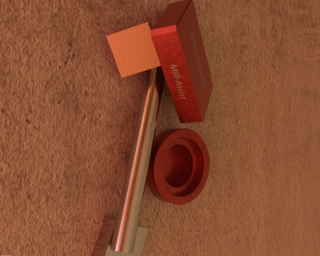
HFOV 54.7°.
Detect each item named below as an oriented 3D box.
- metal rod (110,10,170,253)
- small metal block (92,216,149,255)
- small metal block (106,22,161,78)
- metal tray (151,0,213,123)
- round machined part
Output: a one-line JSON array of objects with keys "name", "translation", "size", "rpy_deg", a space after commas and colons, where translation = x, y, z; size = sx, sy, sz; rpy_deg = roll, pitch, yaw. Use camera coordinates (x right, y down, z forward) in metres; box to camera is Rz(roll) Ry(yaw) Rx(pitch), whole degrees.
[{"name": "metal rod", "translation": [-0.016, -0.009, 0.375], "size": [0.025, 0.025, 0.299], "rpy_deg": [23, 70, -38]}, {"name": "small metal block", "translation": [-0.047, 0.137, 0.367], "size": [0.050, 0.025, 0.050], "rpy_deg": [28, 73, -37]}, {"name": "small metal block", "translation": [-0.028, -0.092, 0.364], "size": [0.025, 0.050, 0.050], "rpy_deg": [-72, 145, -71]}, {"name": "metal tray", "translation": [0.034, -0.082, 0.390], "size": [0.090, 0.030, 0.129], "rpy_deg": [-68, 146, -46]}, {"name": "round machined part", "translation": [0.018, 0.049, 0.411], "size": [0.099, 0.042, 0.097], "rpy_deg": [0, 90, -40]}]
